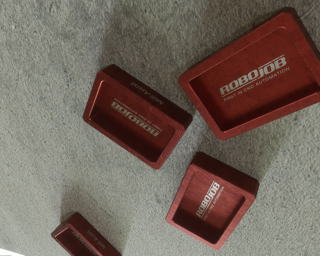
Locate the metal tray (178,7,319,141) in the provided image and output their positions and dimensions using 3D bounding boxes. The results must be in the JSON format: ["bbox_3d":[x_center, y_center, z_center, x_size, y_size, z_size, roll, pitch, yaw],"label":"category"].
[{"bbox_3d":[0.095,-0.049,0.322,0.130,0.030,0.090,-27,104,37],"label":"metal tray"}]

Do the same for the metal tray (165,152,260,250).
[{"bbox_3d":[0.068,0.105,0.432,0.090,0.030,0.129,27,128,11],"label":"metal tray"}]

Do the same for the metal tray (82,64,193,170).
[{"bbox_3d":[-0.033,-0.013,0.413,0.130,0.030,0.089,34,129,5],"label":"metal tray"}]

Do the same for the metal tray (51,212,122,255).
[{"bbox_3d":[-0.151,0.239,0.631,0.130,0.030,0.090,47,129,-5],"label":"metal tray"}]
